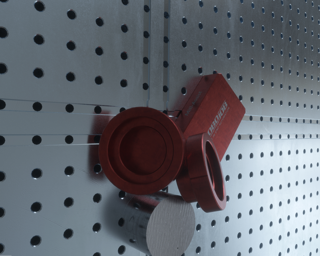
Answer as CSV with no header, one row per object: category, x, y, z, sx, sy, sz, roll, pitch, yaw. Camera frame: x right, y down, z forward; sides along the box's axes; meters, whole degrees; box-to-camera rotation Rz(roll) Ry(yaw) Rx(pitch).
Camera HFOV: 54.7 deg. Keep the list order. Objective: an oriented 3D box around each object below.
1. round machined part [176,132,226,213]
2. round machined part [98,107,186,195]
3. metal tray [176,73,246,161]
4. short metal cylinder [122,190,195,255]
round machined part,0.049,0.057,0.390,0.098,0.042,0.097,-16,90,-71
round machined part,-0.018,0.026,0.362,0.042,0.098,0.097,19,75,-76
metal tray,0.075,-0.008,0.472,0.090,0.030,0.130,47,62,-30
short metal cylinder,-0.001,0.121,0.394,0.081,0.050,0.079,0,90,-40
